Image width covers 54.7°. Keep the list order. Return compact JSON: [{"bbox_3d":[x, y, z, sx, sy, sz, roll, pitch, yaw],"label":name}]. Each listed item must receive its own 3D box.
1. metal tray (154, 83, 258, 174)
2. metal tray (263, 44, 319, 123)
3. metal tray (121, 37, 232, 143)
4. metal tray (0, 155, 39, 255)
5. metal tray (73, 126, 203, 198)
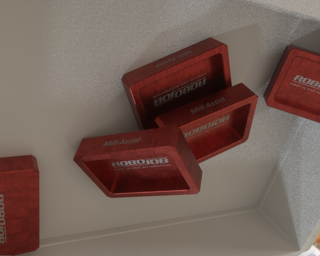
[{"bbox_3d":[0.060,0.003,0.404,0.131,0.030,0.089,-23,140,-16],"label":"metal tray"},{"bbox_3d":[0.231,-0.058,0.450,0.131,0.030,0.089,19,117,2],"label":"metal tray"},{"bbox_3d":[0.027,-0.047,0.392,0.131,0.030,0.090,-26,128,-13],"label":"metal tray"},{"bbox_3d":[-0.191,0.097,0.362,0.091,0.030,0.129,-4,120,-27],"label":"metal tray"},{"bbox_3d":[-0.025,0.046,0.372,0.130,0.030,0.090,-8,134,24],"label":"metal tray"}]
